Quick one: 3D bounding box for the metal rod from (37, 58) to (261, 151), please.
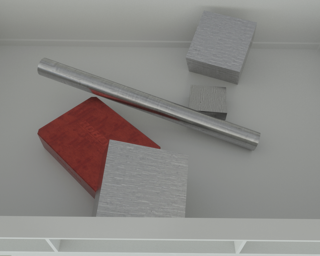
[{"bbox_3d":[-0.019,-0.033,0.407,0.301,0.025,0.025,20,52,6],"label":"metal rod"}]

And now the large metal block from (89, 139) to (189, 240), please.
[{"bbox_3d":[-0.020,0.064,0.308,0.081,0.050,0.080,12,65,-14],"label":"large metal block"}]

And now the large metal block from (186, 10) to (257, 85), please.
[{"bbox_3d":[0.093,-0.122,0.471,0.080,0.050,0.080,19,81,14],"label":"large metal block"}]

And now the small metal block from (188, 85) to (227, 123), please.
[{"bbox_3d":[0.066,-0.033,0.434,0.050,0.025,0.050,5,50,3],"label":"small metal block"}]

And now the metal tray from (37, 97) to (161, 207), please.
[{"bbox_3d":[-0.074,0.024,0.381,0.130,0.030,0.091,37,59,26],"label":"metal tray"}]
